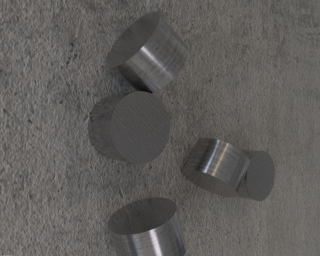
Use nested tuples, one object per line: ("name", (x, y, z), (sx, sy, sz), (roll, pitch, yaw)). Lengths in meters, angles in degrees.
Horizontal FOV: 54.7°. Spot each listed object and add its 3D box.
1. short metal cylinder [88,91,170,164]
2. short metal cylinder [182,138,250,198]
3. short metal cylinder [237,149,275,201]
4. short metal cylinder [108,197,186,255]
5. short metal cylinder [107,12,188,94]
("short metal cylinder", (-0.035, -0.001, 0.359), (0.081, 0.050, 0.080), (0, 90, -40))
("short metal cylinder", (0.079, 0.056, 0.435), (0.080, 0.080, 0.050), (42, 65, -32))
("short metal cylinder", (0.145, 0.076, 0.510), (0.081, 0.050, 0.080), (0, 90, -40))
("short metal cylinder", (-0.014, 0.122, 0.357), (0.081, 0.080, 0.050), (-23, 105, -38))
("short metal cylinder", (-0.015, -0.085, 0.356), (0.050, 0.080, 0.080), (40, 66, -33))
